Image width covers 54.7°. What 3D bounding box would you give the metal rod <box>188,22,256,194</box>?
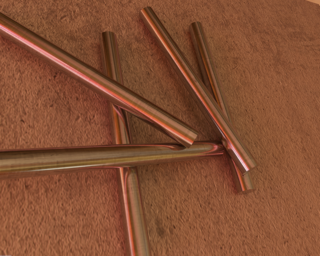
[{"bbox_3d":[0.089,-0.046,0.479,0.025,0.025,0.299,3,60,-27],"label":"metal rod"}]

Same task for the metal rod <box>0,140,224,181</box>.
[{"bbox_3d":[-0.035,0.029,0.330,0.302,0.025,0.025,0,61,-41],"label":"metal rod"}]

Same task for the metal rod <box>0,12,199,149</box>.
[{"bbox_3d":[-0.089,-0.064,0.370,0.301,0.025,0.025,31,51,1],"label":"metal rod"}]

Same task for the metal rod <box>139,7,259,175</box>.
[{"bbox_3d":[0.047,-0.067,0.453,0.025,0.025,0.299,-15,65,-34],"label":"metal rod"}]

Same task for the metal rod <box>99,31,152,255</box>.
[{"bbox_3d":[-0.047,0.003,0.376,0.025,0.025,0.299,3,60,-27],"label":"metal rod"}]
